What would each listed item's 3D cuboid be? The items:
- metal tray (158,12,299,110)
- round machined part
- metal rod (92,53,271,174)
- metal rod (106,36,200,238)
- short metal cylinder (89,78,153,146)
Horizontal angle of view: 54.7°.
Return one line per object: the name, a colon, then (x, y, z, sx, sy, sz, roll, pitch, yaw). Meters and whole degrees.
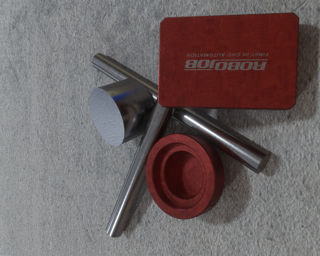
metal tray: (0.066, -0.064, 0.312, 0.131, 0.030, 0.089, 2, 92, 12)
round machined part: (0.033, 0.055, 0.368, 0.098, 0.042, 0.097, 0, 90, 40)
metal rod: (0.005, -0.035, 0.403, 0.300, 0.025, 0.025, 35, 112, 34)
metal rod: (-0.017, 0.030, 0.398, 0.025, 0.025, 0.298, 40, 121, 32)
short metal cylinder: (-0.051, -0.022, 0.415, 0.080, 0.050, 0.079, 29, 132, 40)
